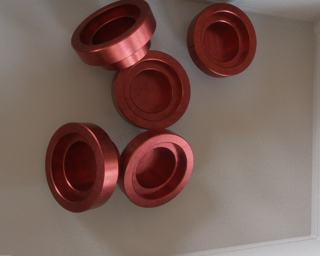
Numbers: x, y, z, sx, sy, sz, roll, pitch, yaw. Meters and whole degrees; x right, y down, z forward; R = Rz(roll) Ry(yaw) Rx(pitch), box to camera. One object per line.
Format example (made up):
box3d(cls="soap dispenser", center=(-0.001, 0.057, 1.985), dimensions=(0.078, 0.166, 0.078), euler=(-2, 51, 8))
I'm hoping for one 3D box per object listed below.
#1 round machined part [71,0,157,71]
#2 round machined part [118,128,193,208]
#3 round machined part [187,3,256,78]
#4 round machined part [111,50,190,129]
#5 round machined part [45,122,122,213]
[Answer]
box3d(cls="round machined part", center=(-0.050, -0.105, 0.363), dimensions=(0.098, 0.098, 0.042), euler=(-45, 137, -15))
box3d(cls="round machined part", center=(-0.010, 0.046, 0.388), dimensions=(0.099, 0.042, 0.097), euler=(-12, 114, -29))
box3d(cls="round machined part", center=(0.081, -0.118, 0.433), dimensions=(0.099, 0.042, 0.097), euler=(0, 90, -21))
box3d(cls="round machined part", center=(-0.014, -0.046, 0.397), dimensions=(0.099, 0.042, 0.097), euler=(0, 90, -21))
box3d(cls="round machined part", center=(-0.083, 0.043, 0.351), dimensions=(0.042, 0.098, 0.097), euler=(1, 90, -55))
